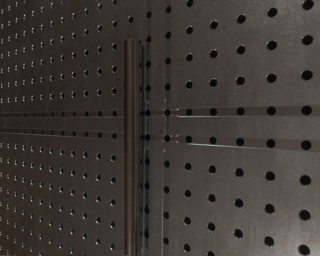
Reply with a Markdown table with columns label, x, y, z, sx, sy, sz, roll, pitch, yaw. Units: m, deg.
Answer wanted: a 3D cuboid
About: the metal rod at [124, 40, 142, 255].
| label | x | y | z | sx | sy | sz | roll | pitch | yaw |
| --- | --- | --- | --- | --- | --- | --- | --- | --- | --- |
| metal rod | -0.038 | 0.028 | 0.438 | 0.025 | 0.025 | 0.298 | 0 | 90 | 39 |
